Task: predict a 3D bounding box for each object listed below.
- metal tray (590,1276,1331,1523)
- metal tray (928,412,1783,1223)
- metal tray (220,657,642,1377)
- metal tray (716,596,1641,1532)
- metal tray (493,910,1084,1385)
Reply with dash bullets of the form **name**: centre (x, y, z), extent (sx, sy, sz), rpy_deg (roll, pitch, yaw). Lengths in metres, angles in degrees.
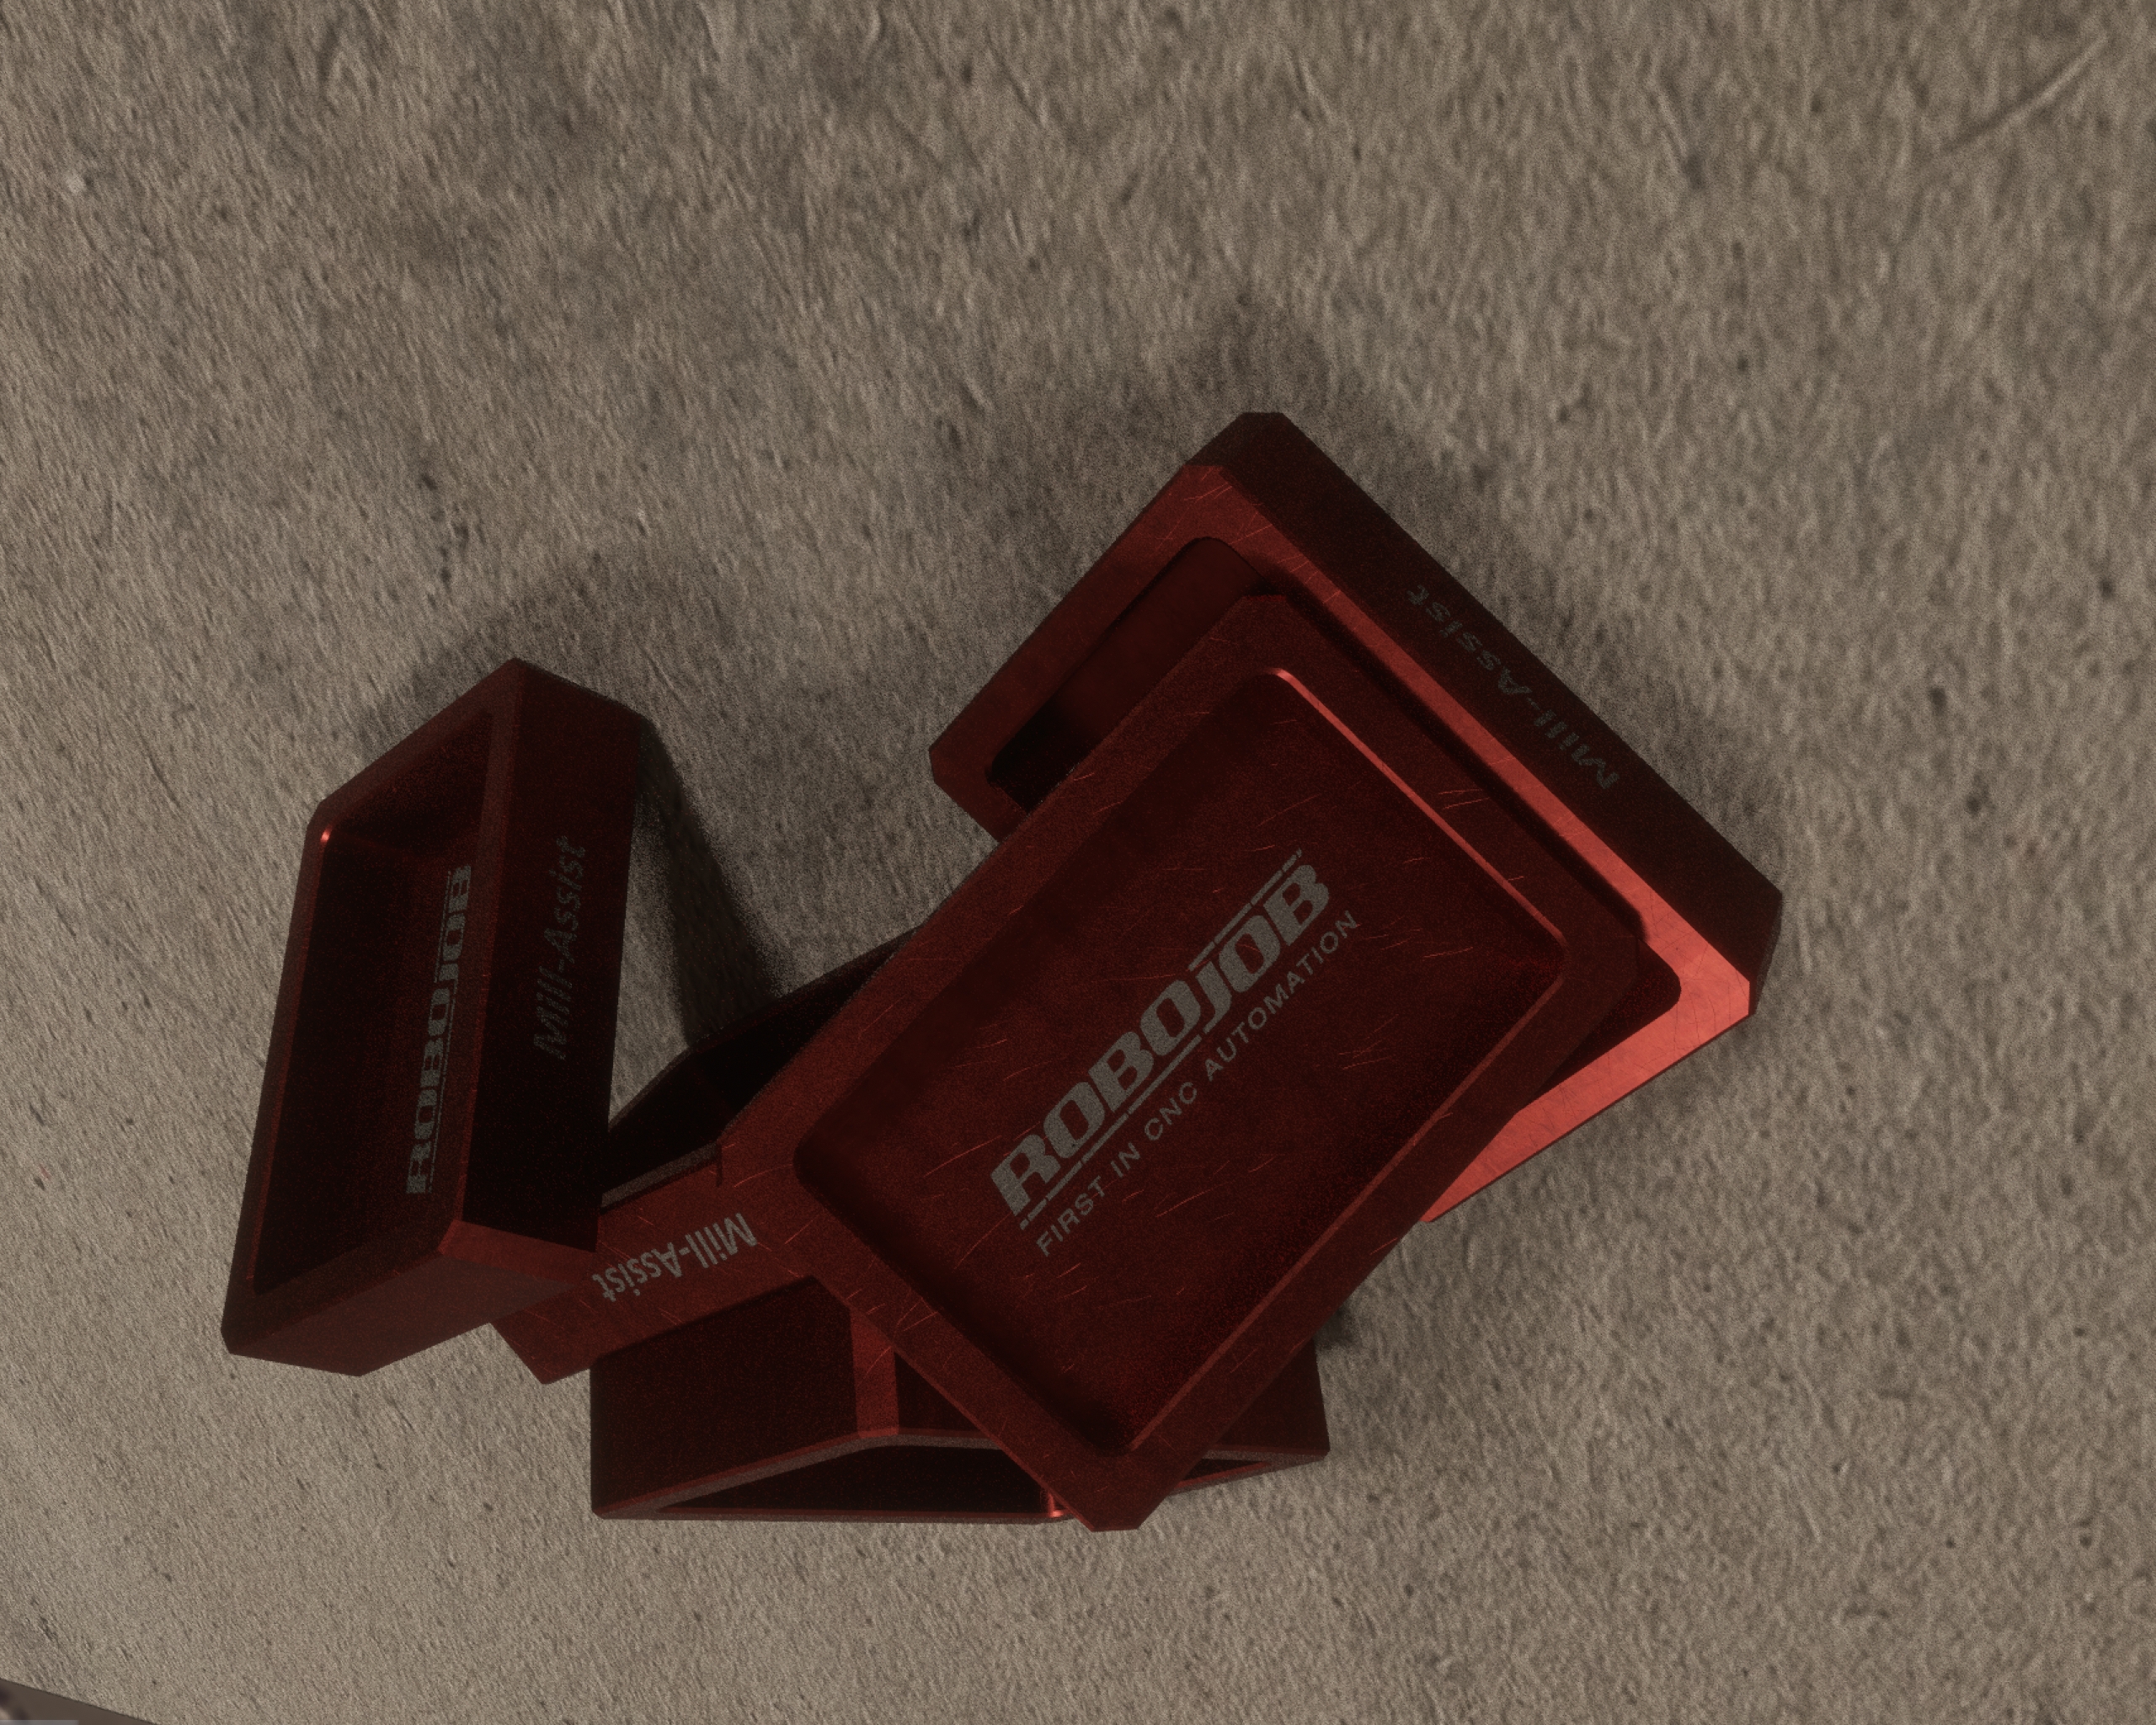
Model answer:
- **metal tray**: centre (-0.022, 0.114, 0.433), extent (0.090, 0.131, 0.030), rpy_deg (-27, 59, 37)
- **metal tray**: centre (0.048, -0.005, 0.376), extent (0.130, 0.030, 0.090), rpy_deg (43, 129, -3)
- **metal tray**: centre (-0.134, 0.032, 0.436), extent (0.090, 0.130, 0.030), rpy_deg (-27, 142, 36)
- **metal tray**: centre (0.016, 0.031, 0.346), extent (0.090, 0.030, 0.130), rpy_deg (44, 84, -3)
- **metal tray**: centre (-0.057, 0.053, 0.428), extent (0.130, 0.090, 0.030), rpy_deg (-27, 104, 37)
